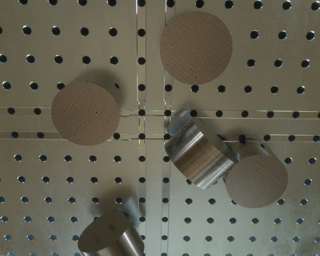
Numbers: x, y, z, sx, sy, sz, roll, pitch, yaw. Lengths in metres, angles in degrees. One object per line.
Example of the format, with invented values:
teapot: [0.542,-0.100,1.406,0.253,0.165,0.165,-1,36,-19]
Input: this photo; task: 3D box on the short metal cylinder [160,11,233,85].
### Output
short metal cylinder: [0.040,-0.095,0.366,0.081,0.050,0.079,0,110,-1]

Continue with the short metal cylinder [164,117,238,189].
short metal cylinder: [0.052,0.031,0.396,0.080,0.080,0.050,41,105,-14]

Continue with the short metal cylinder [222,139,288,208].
short metal cylinder: [0.126,0.062,0.425,0.081,0.050,0.079,0,110,-1]

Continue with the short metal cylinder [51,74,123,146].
short metal cylinder: [-0.088,-0.024,0.390,0.081,0.050,0.079,0,110,-1]

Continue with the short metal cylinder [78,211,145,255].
short metal cylinder: [-0.069,0.166,0.444,0.080,0.080,0.050,-22,109,7]
